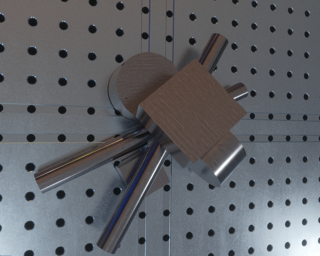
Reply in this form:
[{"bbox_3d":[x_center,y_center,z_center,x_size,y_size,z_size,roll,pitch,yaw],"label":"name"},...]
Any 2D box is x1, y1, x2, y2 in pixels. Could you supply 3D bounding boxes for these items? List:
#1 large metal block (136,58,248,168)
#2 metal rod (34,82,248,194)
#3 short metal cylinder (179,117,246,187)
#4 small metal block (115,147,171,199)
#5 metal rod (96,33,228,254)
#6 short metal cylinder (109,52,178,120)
[{"bbox_3d":[0.032,-0.014,0.340,0.080,0.050,0.080,-41,86,-15],"label":"large metal block"},{"bbox_3d":[-0.010,0.005,0.405,0.302,0.025,0.025,-25,99,-19],"label":"metal rod"},{"bbox_3d":[0.064,0.031,0.404,0.050,0.080,0.080,-45,104,-13],"label":"short metal cylinder"},{"bbox_3d":[-0.023,0.059,0.401,0.050,0.025,0.050,-30,100,-18],"label":"small metal block"},{"bbox_3d":[0.008,0.011,0.386,0.025,0.025,0.300,32,79,-17],"label":"metal rod"},{"bbox_3d":[-0.020,-0.050,0.388,0.081,0.050,0.079,0,90,-20],"label":"short metal cylinder"}]
